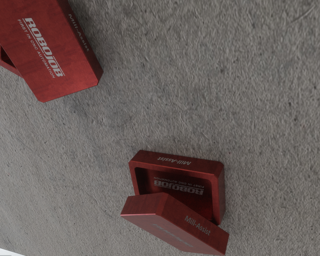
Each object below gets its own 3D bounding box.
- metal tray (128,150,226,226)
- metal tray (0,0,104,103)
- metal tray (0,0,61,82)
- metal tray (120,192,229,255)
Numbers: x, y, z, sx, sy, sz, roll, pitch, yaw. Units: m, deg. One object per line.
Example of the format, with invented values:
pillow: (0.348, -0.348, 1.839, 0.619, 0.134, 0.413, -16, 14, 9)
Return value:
metal tray: (0.025, 0.084, 0.442, 0.130, 0.030, 0.089, 6, 121, 25)
metal tray: (-0.139, -0.102, 0.381, 0.090, 0.030, 0.129, -16, 122, 13)
metal tray: (-0.176, -0.128, 0.417, 0.090, 0.030, 0.129, 29, 128, 9)
metal tray: (0.021, 0.136, 0.433, 0.130, 0.030, 0.090, 38, 146, -25)
